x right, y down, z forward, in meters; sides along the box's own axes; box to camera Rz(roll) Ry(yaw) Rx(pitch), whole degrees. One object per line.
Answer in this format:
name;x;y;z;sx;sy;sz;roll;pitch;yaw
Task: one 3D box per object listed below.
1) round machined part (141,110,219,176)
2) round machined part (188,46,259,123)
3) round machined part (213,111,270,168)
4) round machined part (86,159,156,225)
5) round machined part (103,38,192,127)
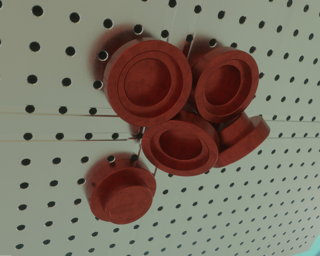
round machined part;0.028;0.015;0.406;0.098;0.042;0.097;8;132;10
round machined part;0.077;-0.059;0.407;0.099;0.042;0.097;-14;122;-22
round machined part;0.102;0.010;0.441;0.098;0.098;0.042;-37;95;-4
round machined part;-0.049;0.096;0.434;0.099;0.042;0.097;-14;125;-21
round machined part;-0.017;-0.054;0.354;0.099;0.042;0.097;-10;116;-20
